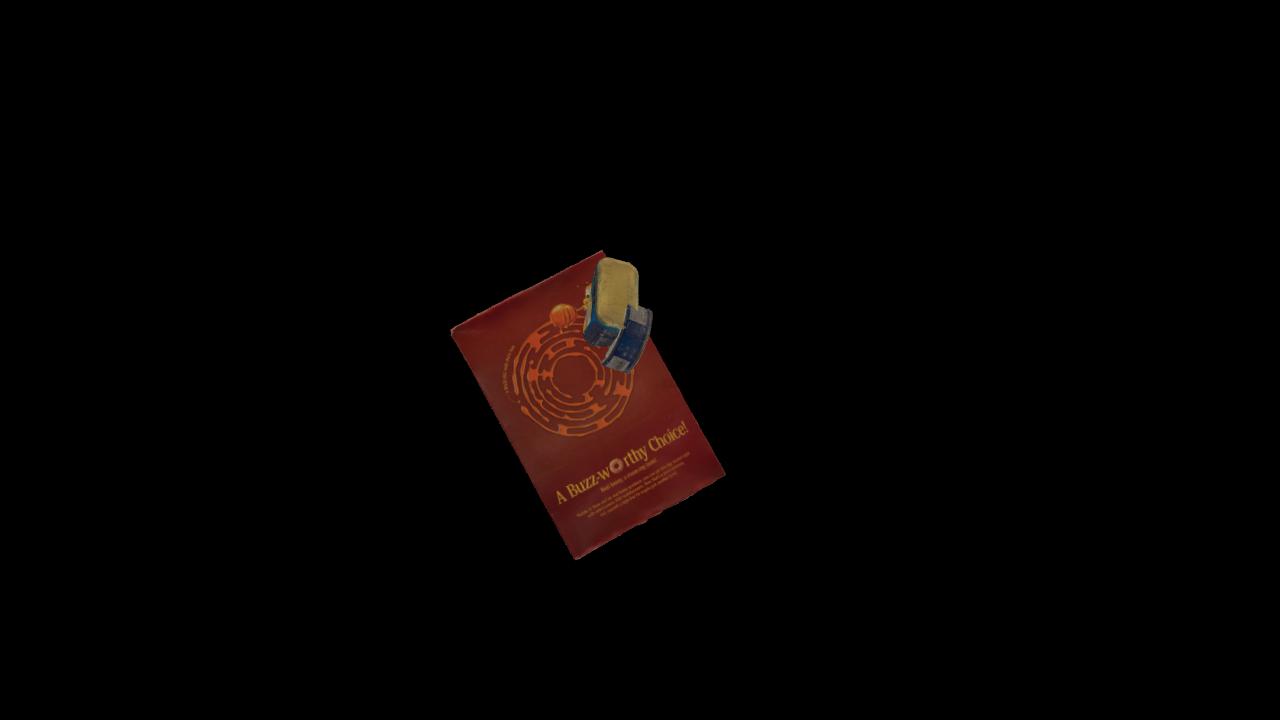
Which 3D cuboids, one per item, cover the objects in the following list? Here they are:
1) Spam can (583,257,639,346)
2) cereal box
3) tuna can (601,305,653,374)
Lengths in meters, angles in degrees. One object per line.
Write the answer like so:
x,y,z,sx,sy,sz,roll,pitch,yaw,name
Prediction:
-0.042,-0.058,0.727,0.058,0.101,0.085,13,-34,-21,Spam can
-0.061,0.050,0.736,0.203,0.306,0.081,-29,-2,-5,cereal box
-0.019,-0.026,0.716,0.034,0.084,0.084,22,-7,-17,tuna can
